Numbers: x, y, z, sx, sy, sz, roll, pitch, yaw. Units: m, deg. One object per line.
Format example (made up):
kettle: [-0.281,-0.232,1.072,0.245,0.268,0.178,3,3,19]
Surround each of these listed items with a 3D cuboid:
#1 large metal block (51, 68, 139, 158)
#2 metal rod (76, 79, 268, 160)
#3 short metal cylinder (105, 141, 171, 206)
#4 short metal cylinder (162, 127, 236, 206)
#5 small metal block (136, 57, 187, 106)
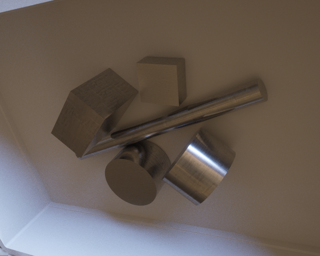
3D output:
large metal block: [-0.084,-0.021,0.402,0.050,0.080,0.080,40,129,1]
metal rod: [-0.009,-0.001,0.410,0.300,0.025,0.025,-19,109,35]
short metal cylinder: [-0.031,0.064,0.444,0.080,0.050,0.079,13,124,20]
short metal cylinder: [0.046,0.046,0.375,0.050,0.080,0.079,37,129,3]
small metal block: [0.003,-0.056,0.369,0.050,0.025,0.050,8,122,23]
